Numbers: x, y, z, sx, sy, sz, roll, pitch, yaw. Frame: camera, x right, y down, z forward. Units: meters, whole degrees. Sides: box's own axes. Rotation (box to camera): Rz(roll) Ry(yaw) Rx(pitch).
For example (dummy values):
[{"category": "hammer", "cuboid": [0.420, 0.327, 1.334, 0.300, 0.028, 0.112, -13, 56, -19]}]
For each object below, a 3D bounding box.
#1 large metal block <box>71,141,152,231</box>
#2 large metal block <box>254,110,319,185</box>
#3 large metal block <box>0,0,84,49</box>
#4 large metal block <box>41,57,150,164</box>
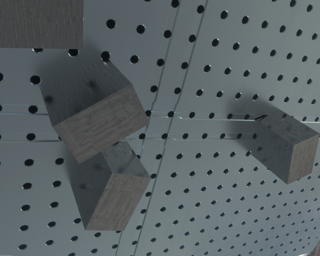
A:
[{"category": "large metal block", "cuboid": [-0.064, 0.067, 0.382, 0.050, 0.080, 0.080, 15, 111, -34]}, {"category": "large metal block", "cuboid": [0.201, 0.030, 0.503, 0.050, 0.080, 0.080, -20, 126, -17]}, {"category": "large metal block", "cuboid": [-0.111, -0.114, 0.263, 0.081, 0.050, 0.079, -6, 121, -26]}, {"category": "large metal block", "cuboid": [-0.069, -0.022, 0.324, 0.080, 0.080, 0.050, -30, 129, -9]}]
